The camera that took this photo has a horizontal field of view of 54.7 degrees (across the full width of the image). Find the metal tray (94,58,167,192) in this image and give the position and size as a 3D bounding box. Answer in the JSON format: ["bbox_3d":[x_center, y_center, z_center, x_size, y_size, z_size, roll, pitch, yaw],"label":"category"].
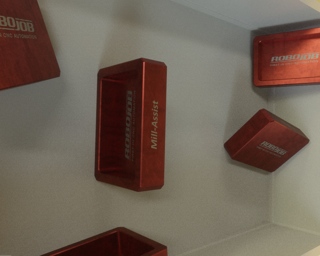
[{"bbox_3d":[-0.034,-0.003,0.336,0.030,0.090,0.129,2,89,-40],"label":"metal tray"}]

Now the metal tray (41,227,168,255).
[{"bbox_3d":[-0.067,0.143,0.309,0.131,0.090,0.030,-8,95,-40],"label":"metal tray"}]

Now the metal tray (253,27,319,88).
[{"bbox_3d":[0.230,-0.118,0.532,0.030,0.130,0.089,0,90,-59],"label":"metal tray"}]

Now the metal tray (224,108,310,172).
[{"bbox_3d":[0.182,0.026,0.523,0.131,0.030,0.090,20,122,-39],"label":"metal tray"}]

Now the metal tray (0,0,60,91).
[{"bbox_3d":[-0.131,-0.075,0.242,0.130,0.030,0.089,-70,146,-74],"label":"metal tray"}]
